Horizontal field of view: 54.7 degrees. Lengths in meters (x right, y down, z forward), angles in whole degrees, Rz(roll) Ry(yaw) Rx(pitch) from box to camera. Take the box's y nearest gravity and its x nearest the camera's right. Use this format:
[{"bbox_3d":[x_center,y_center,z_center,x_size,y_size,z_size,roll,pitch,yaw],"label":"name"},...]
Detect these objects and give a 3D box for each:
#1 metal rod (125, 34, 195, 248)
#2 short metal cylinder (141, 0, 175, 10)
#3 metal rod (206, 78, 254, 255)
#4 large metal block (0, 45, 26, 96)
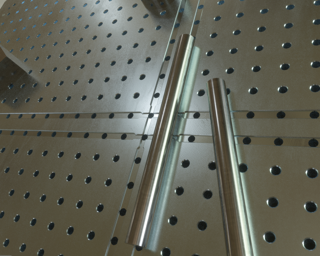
[{"bbox_3d":[0.007,-0.002,0.405,0.025,0.025,0.300,0,62,28],"label":"metal rod"},{"bbox_3d":[-0.006,-0.261,0.555,0.080,0.050,0.080,-13,56,21],"label":"short metal cylinder"},{"bbox_3d":[0.075,0.070,0.325,0.025,0.025,0.299,-14,56,20],"label":"metal rod"},{"bbox_3d":[-0.340,-0.122,0.645,0.080,0.050,0.080,-44,51,-3],"label":"large metal block"}]
